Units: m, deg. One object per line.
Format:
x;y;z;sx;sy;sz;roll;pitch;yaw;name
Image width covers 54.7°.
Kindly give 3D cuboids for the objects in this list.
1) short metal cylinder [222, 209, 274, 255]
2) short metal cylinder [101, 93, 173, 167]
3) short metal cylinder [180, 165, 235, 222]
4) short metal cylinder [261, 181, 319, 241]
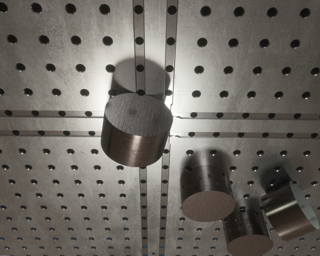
0.158;0.192;0.562;0.081;0.050;0.079;0;130;0;short metal cylinder
-0.029;0.001;0.376;0.081;0.080;0.050;9;130;-8;short metal cylinder
0.072;0.103;0.484;0.081;0.050;0.079;0;130;0;short metal cylinder
0.205;0.131;0.490;0.050;0.080;0.080;-35;122;25;short metal cylinder
